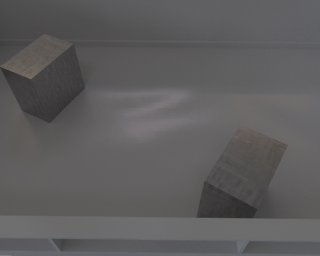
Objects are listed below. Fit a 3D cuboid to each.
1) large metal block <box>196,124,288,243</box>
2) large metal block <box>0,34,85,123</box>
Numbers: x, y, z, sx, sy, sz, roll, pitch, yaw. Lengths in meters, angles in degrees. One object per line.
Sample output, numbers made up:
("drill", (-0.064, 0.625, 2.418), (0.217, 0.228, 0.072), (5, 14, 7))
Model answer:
("large metal block", (0.083, 0.058, 0.321), (0.050, 0.080, 0.080), (26, 55, 20))
("large metal block", (-0.155, -0.068, 0.425), (0.050, 0.080, 0.080), (22, 54, 17))
